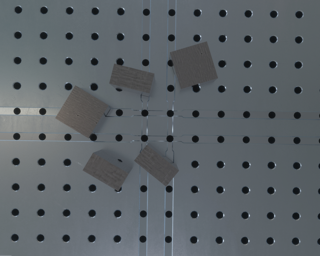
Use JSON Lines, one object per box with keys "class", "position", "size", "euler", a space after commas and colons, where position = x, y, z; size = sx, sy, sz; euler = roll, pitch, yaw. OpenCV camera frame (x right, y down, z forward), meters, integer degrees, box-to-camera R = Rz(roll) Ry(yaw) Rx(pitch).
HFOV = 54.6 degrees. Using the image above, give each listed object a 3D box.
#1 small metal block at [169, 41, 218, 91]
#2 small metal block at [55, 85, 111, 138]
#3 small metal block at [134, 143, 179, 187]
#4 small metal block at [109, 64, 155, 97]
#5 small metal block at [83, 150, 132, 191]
{"class": "small metal block", "position": [0.044, -0.081, 0.414], "size": [0.050, 0.025, 0.050], "euler": [-17, 90, 0]}
{"class": "small metal block", "position": [-0.101, -0.021, 0.413], "size": [0.050, 0.025, 0.050], "euler": [31, 90, 0]}
{"class": "small metal block", "position": [-0.004, 0.046, 0.401], "size": [0.050, 0.050, 0.025], "euler": [39, 90, 0]}
{"class": "small metal block", "position": [-0.034, -0.060, 0.401], "size": [0.050, 0.050, 0.025], "euler": [14, 90, 0]}
{"class": "small metal block", "position": [-0.066, 0.053, 0.401], "size": [0.050, 0.050, 0.025], "euler": [30, 90, 0]}
